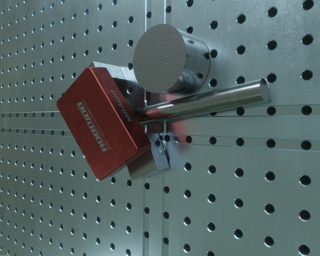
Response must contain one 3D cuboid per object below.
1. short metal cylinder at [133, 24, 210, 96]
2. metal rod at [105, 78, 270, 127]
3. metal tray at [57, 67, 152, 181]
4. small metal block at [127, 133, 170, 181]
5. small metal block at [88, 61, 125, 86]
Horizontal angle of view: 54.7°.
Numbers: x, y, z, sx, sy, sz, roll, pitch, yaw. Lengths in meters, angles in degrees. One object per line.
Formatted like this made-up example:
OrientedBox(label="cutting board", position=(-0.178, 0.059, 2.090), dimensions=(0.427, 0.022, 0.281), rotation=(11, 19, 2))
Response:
OrientedBox(label="short metal cylinder", position=(0.013, -0.081, 0.379), dimensions=(0.080, 0.050, 0.079), rotation=(0, 90, 39))
OrientedBox(label="metal rod", position=(-0.007, -0.019, 0.413), dimensions=(0.300, 0.025, 0.025), rotation=(-10, 84, 39))
OrientedBox(label="metal tray", position=(-0.079, -0.006, 0.418), dimensions=(0.090, 0.030, 0.130), rotation=(-37, 79, 34))
OrientedBox(label="small metal block", position=(-0.021, 0.040, 0.423), dimensions=(0.050, 0.025, 0.050), rotation=(-29, 72, 36))
OrientedBox(label="small metal block", position=(-0.090, -0.071, 0.464), dimensions=(0.050, 0.050, 0.025), rotation=(-39, 67, 33))
